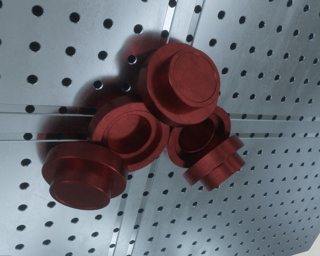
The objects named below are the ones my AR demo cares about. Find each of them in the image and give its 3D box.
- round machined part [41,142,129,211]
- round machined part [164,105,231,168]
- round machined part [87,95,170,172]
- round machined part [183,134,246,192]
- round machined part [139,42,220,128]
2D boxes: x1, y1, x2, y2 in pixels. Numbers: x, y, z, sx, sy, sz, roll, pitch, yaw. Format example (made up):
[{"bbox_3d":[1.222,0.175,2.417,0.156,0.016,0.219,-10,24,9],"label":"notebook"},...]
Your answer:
[{"bbox_3d":[-0.088,0.062,0.361,0.099,0.042,0.097,3,140,3],"label":"round machined part"},{"bbox_3d":[0.045,0.004,0.429,0.099,0.042,0.097,-14,125,-21],"label":"round machined part"},{"bbox_3d":[-0.041,0.004,0.380,0.099,0.042,0.097,-14,125,-21],"label":"round machined part"},{"bbox_3d":[0.084,0.055,0.447,0.098,0.042,0.098,-36,167,-9],"label":"round machined part"},{"bbox_3d":[0.029,-0.052,0.352,0.099,0.042,0.098,6,78,-28],"label":"round machined part"}]
